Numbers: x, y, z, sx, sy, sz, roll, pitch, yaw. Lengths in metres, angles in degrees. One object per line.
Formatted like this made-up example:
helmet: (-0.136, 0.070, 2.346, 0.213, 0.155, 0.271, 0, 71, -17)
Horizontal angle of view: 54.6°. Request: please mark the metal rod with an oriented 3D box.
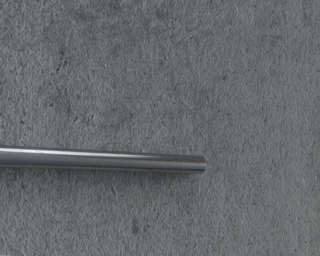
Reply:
metal rod: (-0.084, 0.039, 0.378, 0.302, 0.025, 0.025, 5, 89, -20)
